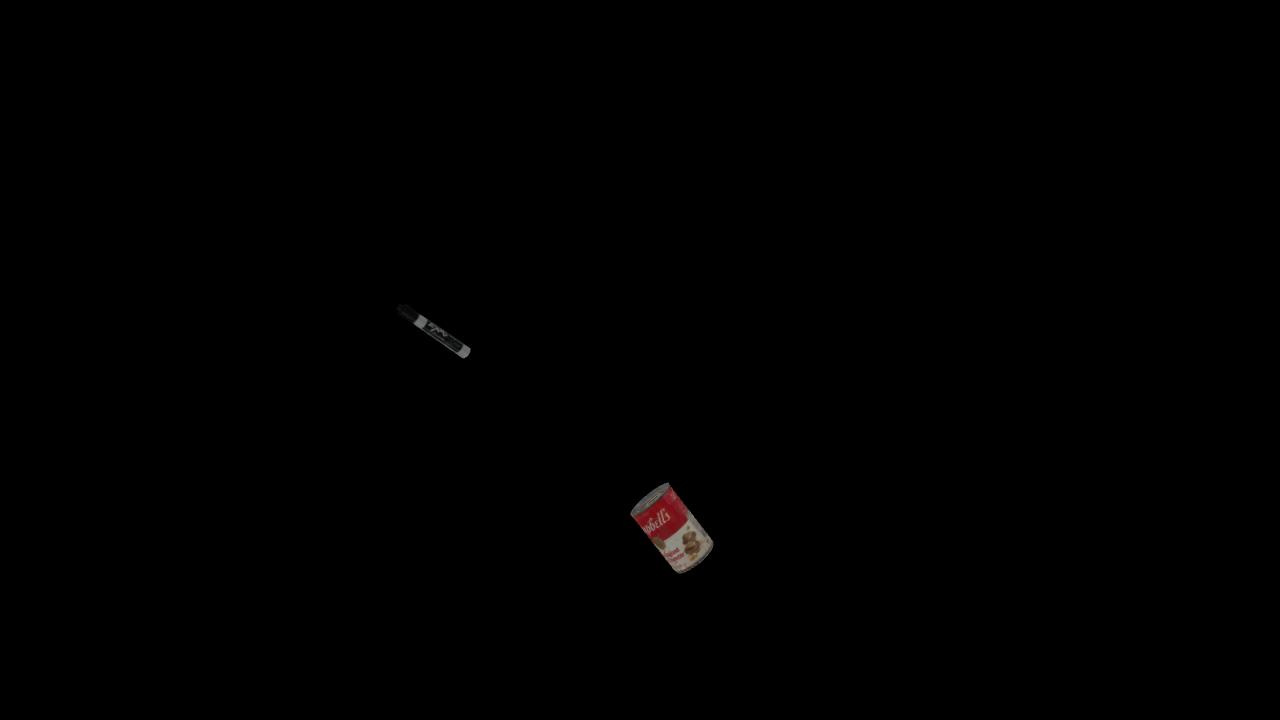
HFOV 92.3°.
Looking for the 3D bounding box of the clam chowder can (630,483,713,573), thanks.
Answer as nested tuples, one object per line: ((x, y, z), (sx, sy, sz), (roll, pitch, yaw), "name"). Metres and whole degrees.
((0.044, 0.228, 0.835), (0.068, 0.102, 0.068), (-38, 1, 1), "clam chowder can")

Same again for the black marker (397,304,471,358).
((-0.294, -0.041, 0.878), (0.020, 0.020, 0.121), (0, -32, 45), "black marker")
